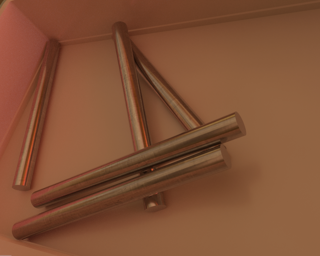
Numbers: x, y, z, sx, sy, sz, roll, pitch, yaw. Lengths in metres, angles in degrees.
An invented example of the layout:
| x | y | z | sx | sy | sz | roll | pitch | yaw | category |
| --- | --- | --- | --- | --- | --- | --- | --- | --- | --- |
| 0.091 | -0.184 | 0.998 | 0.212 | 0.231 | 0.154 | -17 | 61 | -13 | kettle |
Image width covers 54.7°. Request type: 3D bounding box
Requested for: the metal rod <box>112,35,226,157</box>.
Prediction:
| x | y | z | sx | sy | sz | roll | pitch | yaw | category |
| --- | --- | --- | --- | --- | --- | --- | --- | --- | --- |
| -0.004 | -0.065 | 0.446 | 0.025 | 0.025 | 0.300 | -38 | 51 | 2 | metal rod |

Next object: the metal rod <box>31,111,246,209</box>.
| x | y | z | sx | sy | sz | roll | pitch | yaw | category |
| --- | --- | --- | --- | --- | --- | --- | --- | --- | --- |
| -0.046 | 0.048 | 0.365 | 0.300 | 0.025 | 0.025 | -23 | 53 | 27 | metal rod |

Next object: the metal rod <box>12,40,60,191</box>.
| x | y | z | sx | sy | sz | roll | pitch | yaw | category |
| --- | --- | --- | --- | --- | --- | --- | --- | --- | --- |
| -0.207 | -0.039 | 0.535 | 0.025 | 0.025 | 0.299 | -14 | 56 | 20 | metal rod |

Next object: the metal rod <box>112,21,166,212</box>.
| x | y | z | sx | sy | sz | roll | pitch | yaw | category |
| --- | --- | --- | --- | --- | --- | --- | --- | --- | --- |
| -0.035 | -0.035 | 0.425 | 0.025 | 0.025 | 0.299 | -22 | 59 | 15 | metal rod |

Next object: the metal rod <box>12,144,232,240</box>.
| x | y | z | sx | sy | sz | roll | pitch | yaw | category |
| --- | --- | --- | --- | --- | --- | --- | --- | --- | --- |
| -0.062 | 0.083 | 0.359 | 0.300 | 0.025 | 0.025 | -24 | 53 | 23 | metal rod |
